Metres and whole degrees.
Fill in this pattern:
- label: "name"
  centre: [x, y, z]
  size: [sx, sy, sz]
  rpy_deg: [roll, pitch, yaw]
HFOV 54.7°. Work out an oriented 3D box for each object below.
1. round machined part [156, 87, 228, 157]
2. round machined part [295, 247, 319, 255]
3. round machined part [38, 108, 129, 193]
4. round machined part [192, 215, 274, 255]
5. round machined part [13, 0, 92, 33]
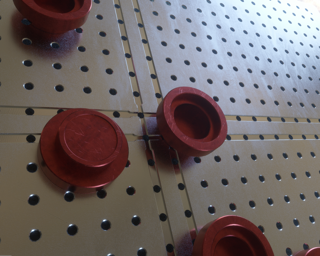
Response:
- label: "round machined part"
  centre: [0.039, -0.005, 0.423]
  size: [0.099, 0.042, 0.098]
  rpy_deg: [14, 56, -21]
- label: "round machined part"
  centre: [0.218, 0.203, 0.394]
  size: [0.099, 0.042, 0.098]
  rpy_deg: [14, 56, -21]
- label: "round machined part"
  centre: [-0.081, 0.019, 0.343]
  size: [0.099, 0.042, 0.098]
  rpy_deg: [14, 56, -21]
- label: "round machined part"
  centre: [0.078, 0.152, 0.349]
  size: [0.099, 0.042, 0.098]
  rpy_deg: [14, 56, -21]
- label: "round machined part"
  centre: [-0.147, -0.169, 0.422]
  size: [0.099, 0.042, 0.098]
  rpy_deg: [14, 56, -21]
